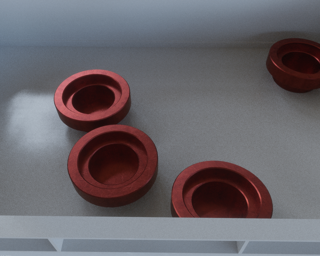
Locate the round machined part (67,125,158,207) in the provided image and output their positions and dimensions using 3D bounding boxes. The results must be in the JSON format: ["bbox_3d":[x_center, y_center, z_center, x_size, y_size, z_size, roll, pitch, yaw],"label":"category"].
[{"bbox_3d":[-0.051,0.046,0.355,0.099,0.042,0.098,0,50,0],"label":"round machined part"}]

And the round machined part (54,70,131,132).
[{"bbox_3d":[-0.088,-0.032,0.420,0.099,0.042,0.098,0,50,0],"label":"round machined part"}]

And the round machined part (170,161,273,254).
[{"bbox_3d":[0.060,0.083,0.317,0.099,0.042,0.098,2,40,-1],"label":"round machined part"}]

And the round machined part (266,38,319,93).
[{"bbox_3d":[0.211,-0.091,0.472,0.099,0.042,0.098,0,50,0],"label":"round machined part"}]

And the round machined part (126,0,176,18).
[{"bbox_3d":[-0.017,-0.254,0.610,0.099,0.042,0.098,0,50,0],"label":"round machined part"}]
